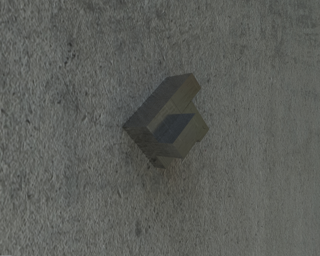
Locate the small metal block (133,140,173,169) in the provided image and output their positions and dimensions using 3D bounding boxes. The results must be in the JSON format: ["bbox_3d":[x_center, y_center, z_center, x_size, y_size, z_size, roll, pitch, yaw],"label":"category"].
[{"bbox_3d":[0.001,0.018,0.409,0.050,0.025,0.050,-50,120,-28],"label":"small metal block"}]

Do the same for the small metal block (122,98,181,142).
[{"bbox_3d":[-0.011,-0.010,0.382,0.050,0.050,0.025,-51,121,-28],"label":"small metal block"}]

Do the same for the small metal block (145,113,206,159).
[{"bbox_3d":[0.018,0.009,0.375,0.050,0.050,0.025,-51,121,-28],"label":"small metal block"}]

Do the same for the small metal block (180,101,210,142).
[{"bbox_3d":[0.030,-0.008,0.417,0.025,0.050,0.050,-51,120,-28],"label":"small metal block"}]

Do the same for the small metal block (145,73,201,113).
[{"bbox_3d":[0.017,-0.044,0.406,0.050,0.050,0.025,-51,121,-28],"label":"small metal block"}]
